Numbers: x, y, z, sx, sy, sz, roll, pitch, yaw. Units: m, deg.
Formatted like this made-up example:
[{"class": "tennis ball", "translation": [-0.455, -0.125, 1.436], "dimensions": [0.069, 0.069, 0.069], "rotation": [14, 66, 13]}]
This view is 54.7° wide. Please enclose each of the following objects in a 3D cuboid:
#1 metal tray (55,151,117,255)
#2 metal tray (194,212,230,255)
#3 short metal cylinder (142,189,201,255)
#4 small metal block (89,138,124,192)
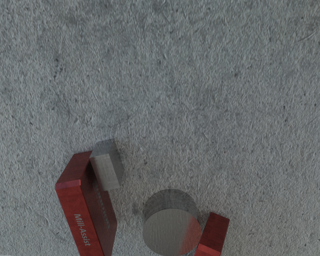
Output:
[{"class": "metal tray", "translation": [-0.093, 0.107, 0.413], "dimensions": [0.030, 0.090, 0.129], "rotation": [-11, 110, 4]}, {"class": "metal tray", "translation": [0.061, 0.199, 0.446], "dimensions": [0.030, 0.090, 0.129], "rotation": [19, 110, 15]}, {"class": "short metal cylinder", "translation": [0.016, 0.136, 0.447], "dimensions": [0.081, 0.050, 0.079], "rotation": [0, 110, 0]}, {"class": "small metal block", "translation": [-0.069, 0.048, 0.414], "dimensions": [0.025, 0.050, 0.050], "rotation": [-13, 110, 5]}]
